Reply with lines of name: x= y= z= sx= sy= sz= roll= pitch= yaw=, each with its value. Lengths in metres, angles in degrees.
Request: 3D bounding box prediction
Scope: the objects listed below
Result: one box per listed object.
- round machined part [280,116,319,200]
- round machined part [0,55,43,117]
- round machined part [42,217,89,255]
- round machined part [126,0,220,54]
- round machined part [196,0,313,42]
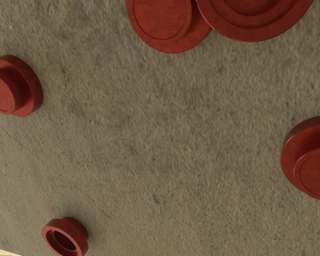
round machined part: x=0.179 y=0.039 z=0.326 sx=0.098 sy=0.042 sz=0.097 roll=13 pitch=124 yaw=20
round machined part: x=-0.235 y=-0.060 z=0.480 sx=0.098 sy=0.042 sz=0.097 roll=13 pitch=124 yaw=20
round machined part: x=-0.185 y=0.220 z=0.627 sx=0.098 sy=0.042 sz=0.097 roll=13 pitch=124 yaw=20
round machined part: x=0.008 y=-0.123 z=0.315 sx=0.098 sy=0.042 sz=0.097 roll=13 pitch=124 yaw=20
round machined part: x=0.079 y=-0.126 z=0.264 sx=0.099 sy=0.042 sz=0.097 roll=3 pitch=115 yaw=7
